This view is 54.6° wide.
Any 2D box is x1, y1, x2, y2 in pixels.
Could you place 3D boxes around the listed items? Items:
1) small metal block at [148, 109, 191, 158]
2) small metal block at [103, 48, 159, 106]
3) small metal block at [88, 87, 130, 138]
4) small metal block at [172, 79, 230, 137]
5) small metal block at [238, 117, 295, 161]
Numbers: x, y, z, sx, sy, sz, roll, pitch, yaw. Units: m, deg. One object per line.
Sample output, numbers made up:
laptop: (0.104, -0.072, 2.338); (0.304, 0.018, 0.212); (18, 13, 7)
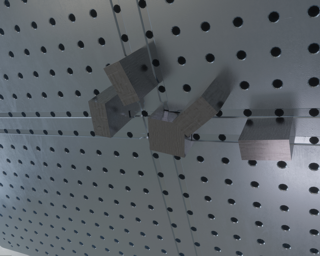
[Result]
small metal block: (0.013, 0.007, 0.409); (0.050, 0.025, 0.050); (11, 123, 22)
small metal block: (-0.033, -0.062, 0.375); (0.025, 0.050, 0.050); (-16, 110, 35)
small metal block: (-0.067, -0.022, 0.417); (0.025, 0.050, 0.050); (10, 123, 23)
small metal block: (0.048, -0.023, 0.356); (0.025, 0.050, 0.050); (45, 129, -3)
small metal block: (0.118, 0.011, 0.340); (0.050, 0.050, 0.025); (-2, 117, 29)
